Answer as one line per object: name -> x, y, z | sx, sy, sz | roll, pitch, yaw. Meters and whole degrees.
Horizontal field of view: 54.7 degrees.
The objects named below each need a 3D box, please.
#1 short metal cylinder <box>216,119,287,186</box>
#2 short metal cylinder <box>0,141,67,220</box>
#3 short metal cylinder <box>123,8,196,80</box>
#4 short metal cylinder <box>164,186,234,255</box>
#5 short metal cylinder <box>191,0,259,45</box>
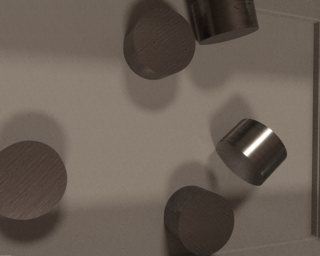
short metal cylinder -> 0.125, 0.033, 0.429 | 0.050, 0.080, 0.080 | -42, 104, -15
short metal cylinder -> -0.147, 0.055, 0.343 | 0.081, 0.050, 0.079 | 0, 90, -21
short metal cylinder -> -0.002, -0.105, 0.397 | 0.081, 0.050, 0.079 | 0, 90, -21
short metal cylinder -> 0.052, 0.122, 0.418 | 0.081, 0.050, 0.079 | 0, 90, -21
short metal cylinder -> 0.086, -0.147, 0.414 | 0.081, 0.080, 0.050 | -14, 95, -20
